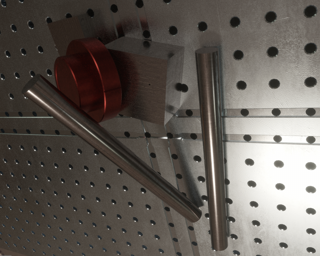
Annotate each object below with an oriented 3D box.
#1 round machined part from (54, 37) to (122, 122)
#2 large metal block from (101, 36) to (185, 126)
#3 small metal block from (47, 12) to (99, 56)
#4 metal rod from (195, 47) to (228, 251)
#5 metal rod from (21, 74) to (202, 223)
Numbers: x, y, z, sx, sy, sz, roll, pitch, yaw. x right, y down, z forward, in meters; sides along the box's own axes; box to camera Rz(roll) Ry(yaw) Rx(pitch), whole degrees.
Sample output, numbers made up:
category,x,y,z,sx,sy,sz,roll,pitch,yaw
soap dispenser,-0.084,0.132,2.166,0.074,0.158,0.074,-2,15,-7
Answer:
category,x,y,z,sx,sy,sz,roll,pitch,yaw
round machined part,-0.088,-0.051,0.356,0.098,0.042,0.097,32,133,44
large metal block,-0.020,-0.058,0.369,0.080,0.050,0.079,15,125,19
small metal block,-0.108,-0.115,0.395,0.050,0.025,0.050,-1,118,28
metal rod,0.070,0.047,0.401,0.025,0.025,0.298,5,121,25
metal rod,-0.035,0.044,0.379,0.025,0.025,0.300,-17,134,34
